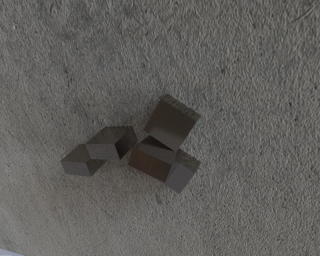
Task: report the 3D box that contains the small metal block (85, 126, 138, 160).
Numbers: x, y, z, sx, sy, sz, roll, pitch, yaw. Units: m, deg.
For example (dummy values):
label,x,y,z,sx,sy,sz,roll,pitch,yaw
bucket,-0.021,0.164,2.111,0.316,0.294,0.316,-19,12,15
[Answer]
label,x,y,z,sx,sy,sz,roll,pitch,yaw
small metal block,-0.068,0.020,0.439,0.050,0.050,0.025,-1,118,29

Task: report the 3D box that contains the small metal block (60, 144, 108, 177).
label,x,y,z,sx,sy,sz,roll,pitch,yaw
small metal block,-0.116,0.049,0.482,0.050,0.050,0.025,1,119,28

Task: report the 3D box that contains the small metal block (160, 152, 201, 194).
label,x,y,z,sx,sy,sz,roll,pitch,yaw
small metal block,0.021,0.056,0.431,0.050,0.025,0.050,33,129,6

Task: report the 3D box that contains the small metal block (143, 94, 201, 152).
label,x,y,z,sx,sy,sz,roll,pitch,yaw
small metal block,0.015,-0.006,0.389,0.050,0.025,0.050,34,118,6

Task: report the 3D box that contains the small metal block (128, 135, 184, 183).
label,x,y,z,sx,sy,sz,roll,pitch,yaw
small metal block,-0.004,0.037,0.385,0.050,0.050,0.025,24,112,13
